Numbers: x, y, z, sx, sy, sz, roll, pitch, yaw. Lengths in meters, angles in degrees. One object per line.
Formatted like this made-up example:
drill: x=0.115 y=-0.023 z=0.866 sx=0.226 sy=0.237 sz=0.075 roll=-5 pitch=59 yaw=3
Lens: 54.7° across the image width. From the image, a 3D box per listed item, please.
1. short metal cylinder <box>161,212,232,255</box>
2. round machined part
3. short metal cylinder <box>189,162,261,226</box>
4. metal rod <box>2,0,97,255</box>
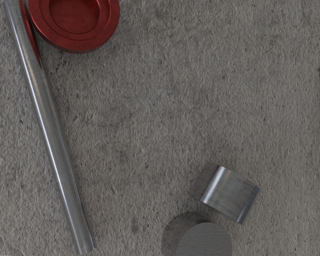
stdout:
short metal cylinder: x=0.048 y=0.159 z=0.414 sx=0.081 sy=0.050 sz=0.079 roll=0 pitch=90 yaw=-20
round machined part: x=-0.100 y=-0.135 z=0.363 sx=0.099 sy=0.042 sz=0.097 roll=0 pitch=90 yaw=-20
short metal cylinder: x=0.085 y=0.087 z=0.411 sx=0.080 sy=0.080 sz=0.050 roll=33 pitch=79 yaw=-17
metal rod: x=-0.126 y=0.003 z=0.362 sx=0.025 sy=0.025 sz=0.298 roll=-16 pitch=96 yaw=-19
